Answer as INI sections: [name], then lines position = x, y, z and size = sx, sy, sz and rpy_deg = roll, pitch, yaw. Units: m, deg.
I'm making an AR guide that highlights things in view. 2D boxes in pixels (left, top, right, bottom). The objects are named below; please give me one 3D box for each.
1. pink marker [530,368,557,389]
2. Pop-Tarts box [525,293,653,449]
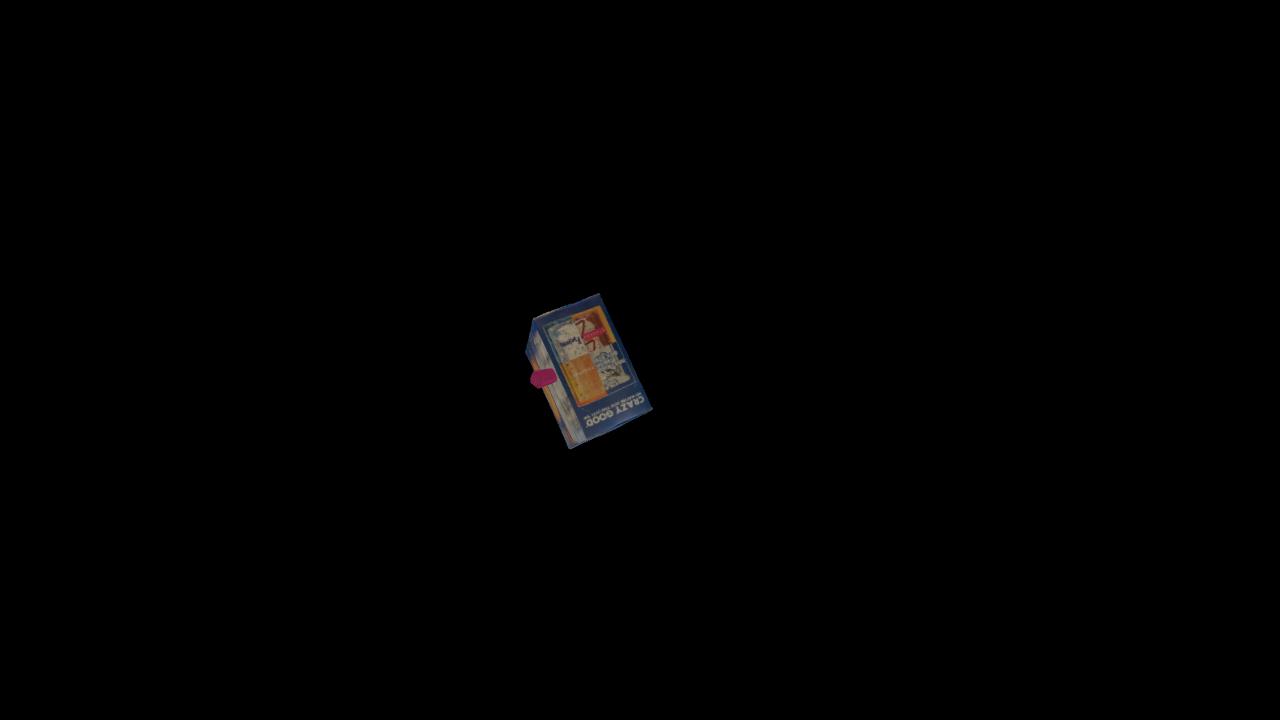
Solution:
[pink marker]
position = -0.071, 0.010, 0.673
size = 0.020, 0.020, 0.121
rpy_deg = 0, 10, 41
[Pop-Tarts box]
position = -0.066, 0.020, 0.720
size = 0.083, 0.141, 0.167
rpy_deg = -23, -6, -16
